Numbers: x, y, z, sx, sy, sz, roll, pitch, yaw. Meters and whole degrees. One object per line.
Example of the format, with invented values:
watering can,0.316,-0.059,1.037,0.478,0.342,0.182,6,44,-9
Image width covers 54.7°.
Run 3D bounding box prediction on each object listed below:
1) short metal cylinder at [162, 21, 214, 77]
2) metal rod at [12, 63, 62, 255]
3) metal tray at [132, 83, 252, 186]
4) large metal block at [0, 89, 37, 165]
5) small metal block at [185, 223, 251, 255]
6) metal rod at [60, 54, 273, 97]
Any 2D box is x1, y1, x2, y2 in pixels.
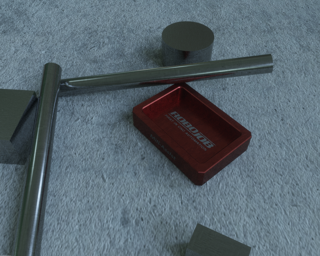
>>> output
short metal cylinder,0.043,-0.126,0.494,0.081,0.050,0.080,0,50,0
metal rod,-0.137,0.039,0.351,0.025,0.025,0.299,-4,55,-4
metal tray,0.038,0.001,0.399,0.091,0.030,0.130,-33,58,-25
large metal block,-0.202,-0.004,0.387,0.080,0.050,0.080,4,50,3
small metal block,0.051,0.120,0.287,0.050,0.050,0.025,21,53,16
metal rod,-0.003,-0.071,0.429,0.301,0.025,0.025,-5,50,8
